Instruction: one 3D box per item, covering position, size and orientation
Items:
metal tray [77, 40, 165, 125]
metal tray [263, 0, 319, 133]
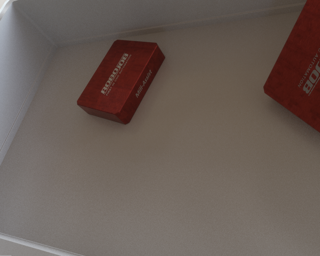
[{"bbox_3d":[-0.060,-0.075,0.481,0.090,0.030,0.130,15,69,34],"label":"metal tray"},{"bbox_3d":[0.169,-0.070,0.304,0.090,0.030,0.129,50,134,39],"label":"metal tray"}]
